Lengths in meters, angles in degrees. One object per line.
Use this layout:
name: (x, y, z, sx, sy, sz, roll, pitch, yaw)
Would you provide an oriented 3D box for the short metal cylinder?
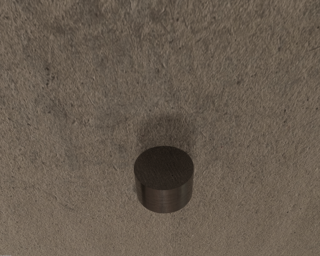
short metal cylinder: (0.006, 0.071, 0.431, 0.081, 0.080, 0.050, -1, 130, 1)
